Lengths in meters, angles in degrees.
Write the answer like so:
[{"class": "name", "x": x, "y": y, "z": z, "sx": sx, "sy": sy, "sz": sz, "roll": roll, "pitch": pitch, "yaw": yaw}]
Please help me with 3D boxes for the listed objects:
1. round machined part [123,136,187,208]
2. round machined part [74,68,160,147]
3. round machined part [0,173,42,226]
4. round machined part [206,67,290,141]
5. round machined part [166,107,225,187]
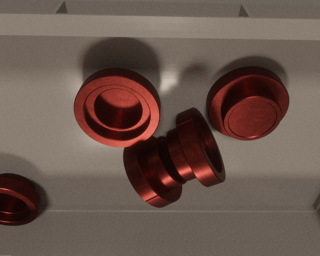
[{"class": "round machined part", "x": 0.001, "y": 0.050, "z": 0.404, "sx": 0.042, "sy": 0.098, "sz": 0.098, "roll": -32, "pitch": 124, "yaw": 24}, {"class": "round machined part", "x": -0.048, "y": -0.027, "z": 0.370, "sx": 0.099, "sy": 0.042, "sz": 0.097, "roll": 1, "pitch": 125, "yaw": 2}, {"class": "round machined part", "x": -0.237, "y": 0.109, "z": 0.487, "sx": 0.099, "sy": 0.042, "sz": 0.097, "roll": -1, "pitch": 130, "yaw": 0}, {"class": "round machined part", "x": 0.109, "y": -0.022, "z": 0.381, "sx": 0.099, "sy": 0.042, "sz": 0.097, "roll": -1, "pitch": 130, "yaw": 0}, {"class": "round machined part", "x": 0.042, "y": 0.027, "z": 0.385, "sx": 0.042, "sy": 0.098, "sz": 0.098, "roll": -24, "pitch": 127, "yaw": 18}]
